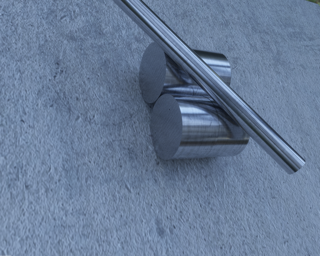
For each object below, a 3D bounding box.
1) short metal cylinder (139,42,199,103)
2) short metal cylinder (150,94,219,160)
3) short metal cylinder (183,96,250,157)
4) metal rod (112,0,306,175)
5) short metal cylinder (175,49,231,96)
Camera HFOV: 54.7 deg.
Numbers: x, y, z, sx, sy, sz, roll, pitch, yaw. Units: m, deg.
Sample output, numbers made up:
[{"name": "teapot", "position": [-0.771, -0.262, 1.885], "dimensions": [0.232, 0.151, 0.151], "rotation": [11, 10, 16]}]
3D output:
[{"name": "short metal cylinder", "position": [0.011, -0.072, 0.420], "dimensions": [0.050, 0.080, 0.080], "rotation": [1, 62, -28]}, {"name": "short metal cylinder", "position": [0.028, -0.001, 0.386], "dimensions": [0.050, 0.080, 0.080], "rotation": [1, 62, -28]}, {"name": "short metal cylinder", "position": [0.073, -0.001, 0.410], "dimensions": [0.050, 0.080, 0.080], "rotation": [1, 62, -28]}, {"name": "metal rod", "position": [0.054, -0.061, 0.368], "dimensions": [0.300, 0.025, 0.025], "rotation": [45, 51, 3]}, {"name": "short metal cylinder", "position": [0.056, -0.072, 0.444], "dimensions": [0.050, 0.080, 0.080], "rotation": [1, 62, -28]}]
